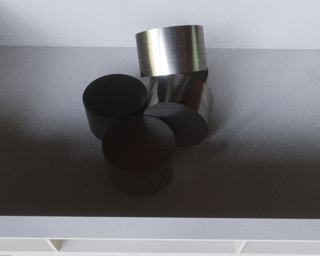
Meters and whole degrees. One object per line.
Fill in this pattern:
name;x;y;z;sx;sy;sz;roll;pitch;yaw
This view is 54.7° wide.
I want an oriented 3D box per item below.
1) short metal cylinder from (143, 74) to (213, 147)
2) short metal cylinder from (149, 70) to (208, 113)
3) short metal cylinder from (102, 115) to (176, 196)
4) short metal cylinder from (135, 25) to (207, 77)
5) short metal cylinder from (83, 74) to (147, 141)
short metal cylinder;0.023;-0.021;0.386;0.080;0.080;0.050;10;51;8
short metal cylinder;0.025;-0.062;0.439;0.081;0.050;0.080;0;50;0
short metal cylinder;-0.023;0.031;0.359;0.081;0.050;0.080;0;50;0
short metal cylinder;0.014;-0.091;0.372;0.080;0.050;0.080;-7;10;1
short metal cylinder;-0.056;-0.026;0.407;0.081;0.050;0.080;0;50;0
